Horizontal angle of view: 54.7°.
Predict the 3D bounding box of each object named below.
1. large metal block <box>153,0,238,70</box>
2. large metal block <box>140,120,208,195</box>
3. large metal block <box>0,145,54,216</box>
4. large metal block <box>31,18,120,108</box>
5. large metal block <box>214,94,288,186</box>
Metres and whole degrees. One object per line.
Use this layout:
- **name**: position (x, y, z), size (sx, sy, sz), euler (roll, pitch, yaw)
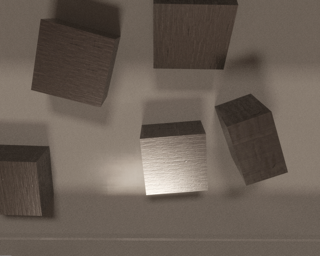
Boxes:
- **large metal block**: position (0.033, -0.112, 0.339), size (0.081, 0.050, 0.080), euler (1, 142, -1)
- **large metal block**: position (0.019, 0.038, 0.413), size (0.081, 0.050, 0.079), euler (-5, 110, 1)
- **large metal block**: position (-0.196, 0.070, 0.421), size (0.081, 0.050, 0.079), euler (2, 110, -1)
- **large metal block**: position (-0.098, -0.078, 0.368), size (0.081, 0.050, 0.079), euler (14, 109, -6)
- **large metal block**: position (0.111, 0.011, 0.388), size (0.050, 0.080, 0.080), euler (-20, 109, 7)
